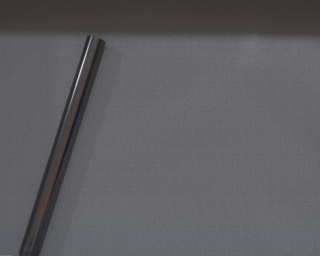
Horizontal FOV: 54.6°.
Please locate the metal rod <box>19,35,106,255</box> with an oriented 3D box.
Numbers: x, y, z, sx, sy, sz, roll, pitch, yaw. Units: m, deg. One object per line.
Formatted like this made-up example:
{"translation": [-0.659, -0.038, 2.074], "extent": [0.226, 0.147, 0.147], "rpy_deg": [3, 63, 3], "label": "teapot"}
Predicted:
{"translation": [-0.129, 0.025, 0.410], "extent": [0.025, 0.025, 0.299], "rpy_deg": [18, 90, 0], "label": "metal rod"}
